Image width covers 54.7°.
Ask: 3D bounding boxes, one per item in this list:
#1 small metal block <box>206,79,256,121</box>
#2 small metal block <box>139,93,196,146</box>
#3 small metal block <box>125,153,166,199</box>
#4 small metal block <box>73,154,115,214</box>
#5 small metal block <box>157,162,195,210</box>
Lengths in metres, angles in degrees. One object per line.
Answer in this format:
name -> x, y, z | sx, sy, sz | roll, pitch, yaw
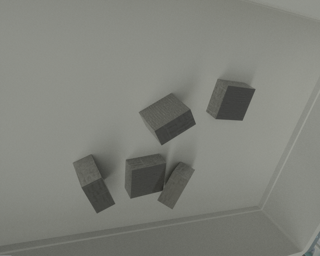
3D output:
small metal block -> 0.100, -0.039, 0.439 | 0.050, 0.025, 0.050 | 2, 117, -30
small metal block -> 0.009, -0.012, 0.389 | 0.050, 0.050, 0.025 | -31, 129, -8
small metal block -> -0.021, 0.068, 0.439 | 0.050, 0.025, 0.050 | -9, 122, -24
small metal block -> -0.083, 0.070, 0.390 | 0.025, 0.050, 0.050 | -26, 128, -12
small metal block -> 0.025, 0.083, 0.455 | 0.050, 0.025, 0.050 | -63, 170, 17
